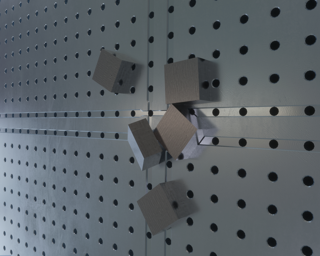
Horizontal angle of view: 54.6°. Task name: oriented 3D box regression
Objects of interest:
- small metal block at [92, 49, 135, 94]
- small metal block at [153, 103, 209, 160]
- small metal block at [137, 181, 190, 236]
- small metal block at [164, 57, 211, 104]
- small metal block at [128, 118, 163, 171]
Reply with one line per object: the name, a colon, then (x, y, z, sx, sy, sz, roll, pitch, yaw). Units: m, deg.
small metal block: (-0.072, -0.086, 0.470, 0.050, 0.025, 0.050, 35, 112, 34)
small metal block: (0.025, 0.005, 0.390, 0.050, 0.025, 0.050, 47, 118, 29)
small metal block: (0.003, 0.105, 0.408, 0.050, 0.025, 0.050, -43, 64, 31)
small metal block: (0.033, -0.056, 0.383, 0.050, 0.025, 0.050, -4, 87, 40)
small metal block: (-0.021, 0.023, 0.412, 0.050, 0.025, 0.050, 63, 163, 21)
